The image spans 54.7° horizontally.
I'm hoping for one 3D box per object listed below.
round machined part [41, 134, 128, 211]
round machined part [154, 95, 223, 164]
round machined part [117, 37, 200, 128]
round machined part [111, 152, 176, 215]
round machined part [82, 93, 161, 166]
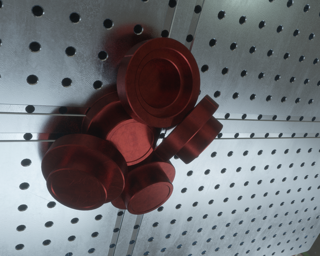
[{"bbox_3d":[-0.090,0.058,0.357,0.099,0.042,0.097,4,127,6],"label":"round machined part"},{"bbox_3d":[0.041,0.007,0.391,0.042,0.098,0.098,43,95,2],"label":"round machined part"},{"bbox_3d":[-0.005,-0.051,0.353,0.099,0.042,0.097,-6,101,-33],"label":"round machined part"},{"bbox_3d":[-0.021,0.081,0.424,0.099,0.042,0.097,-20,139,-18],"label":"round machined part"},{"bbox_3d":[-0.042,0.008,0.382,0.099,0.042,0.097,-14,125,-21],"label":"round machined part"}]
